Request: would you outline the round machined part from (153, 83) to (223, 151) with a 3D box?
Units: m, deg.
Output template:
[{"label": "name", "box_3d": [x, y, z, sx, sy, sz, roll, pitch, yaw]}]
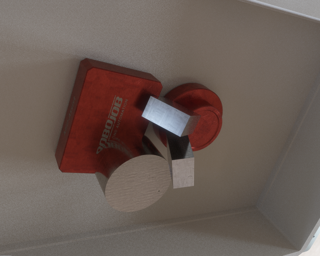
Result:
[{"label": "round machined part", "box_3d": [0.044, -0.008, 0.416, 0.099, 0.042, 0.097, -14, 125, -21]}]

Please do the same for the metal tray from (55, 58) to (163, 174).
[{"label": "metal tray", "box_3d": [-0.061, -0.007, 0.364, 0.091, 0.030, 0.129, 8, 114, -32]}]

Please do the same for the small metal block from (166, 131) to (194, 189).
[{"label": "small metal block", "box_3d": [0.024, 0.037, 0.378, 0.025, 0.050, 0.050, -7, 130, -3]}]

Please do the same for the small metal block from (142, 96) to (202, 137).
[{"label": "small metal block", "box_3d": [0.015, -0.014, 0.358, 0.025, 0.050, 0.050, -65, 163, 12]}]

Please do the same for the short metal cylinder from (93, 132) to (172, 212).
[{"label": "short metal cylinder", "box_3d": [-0.033, 0.051, 0.367, 0.081, 0.050, 0.079, -14, 125, -21]}]
